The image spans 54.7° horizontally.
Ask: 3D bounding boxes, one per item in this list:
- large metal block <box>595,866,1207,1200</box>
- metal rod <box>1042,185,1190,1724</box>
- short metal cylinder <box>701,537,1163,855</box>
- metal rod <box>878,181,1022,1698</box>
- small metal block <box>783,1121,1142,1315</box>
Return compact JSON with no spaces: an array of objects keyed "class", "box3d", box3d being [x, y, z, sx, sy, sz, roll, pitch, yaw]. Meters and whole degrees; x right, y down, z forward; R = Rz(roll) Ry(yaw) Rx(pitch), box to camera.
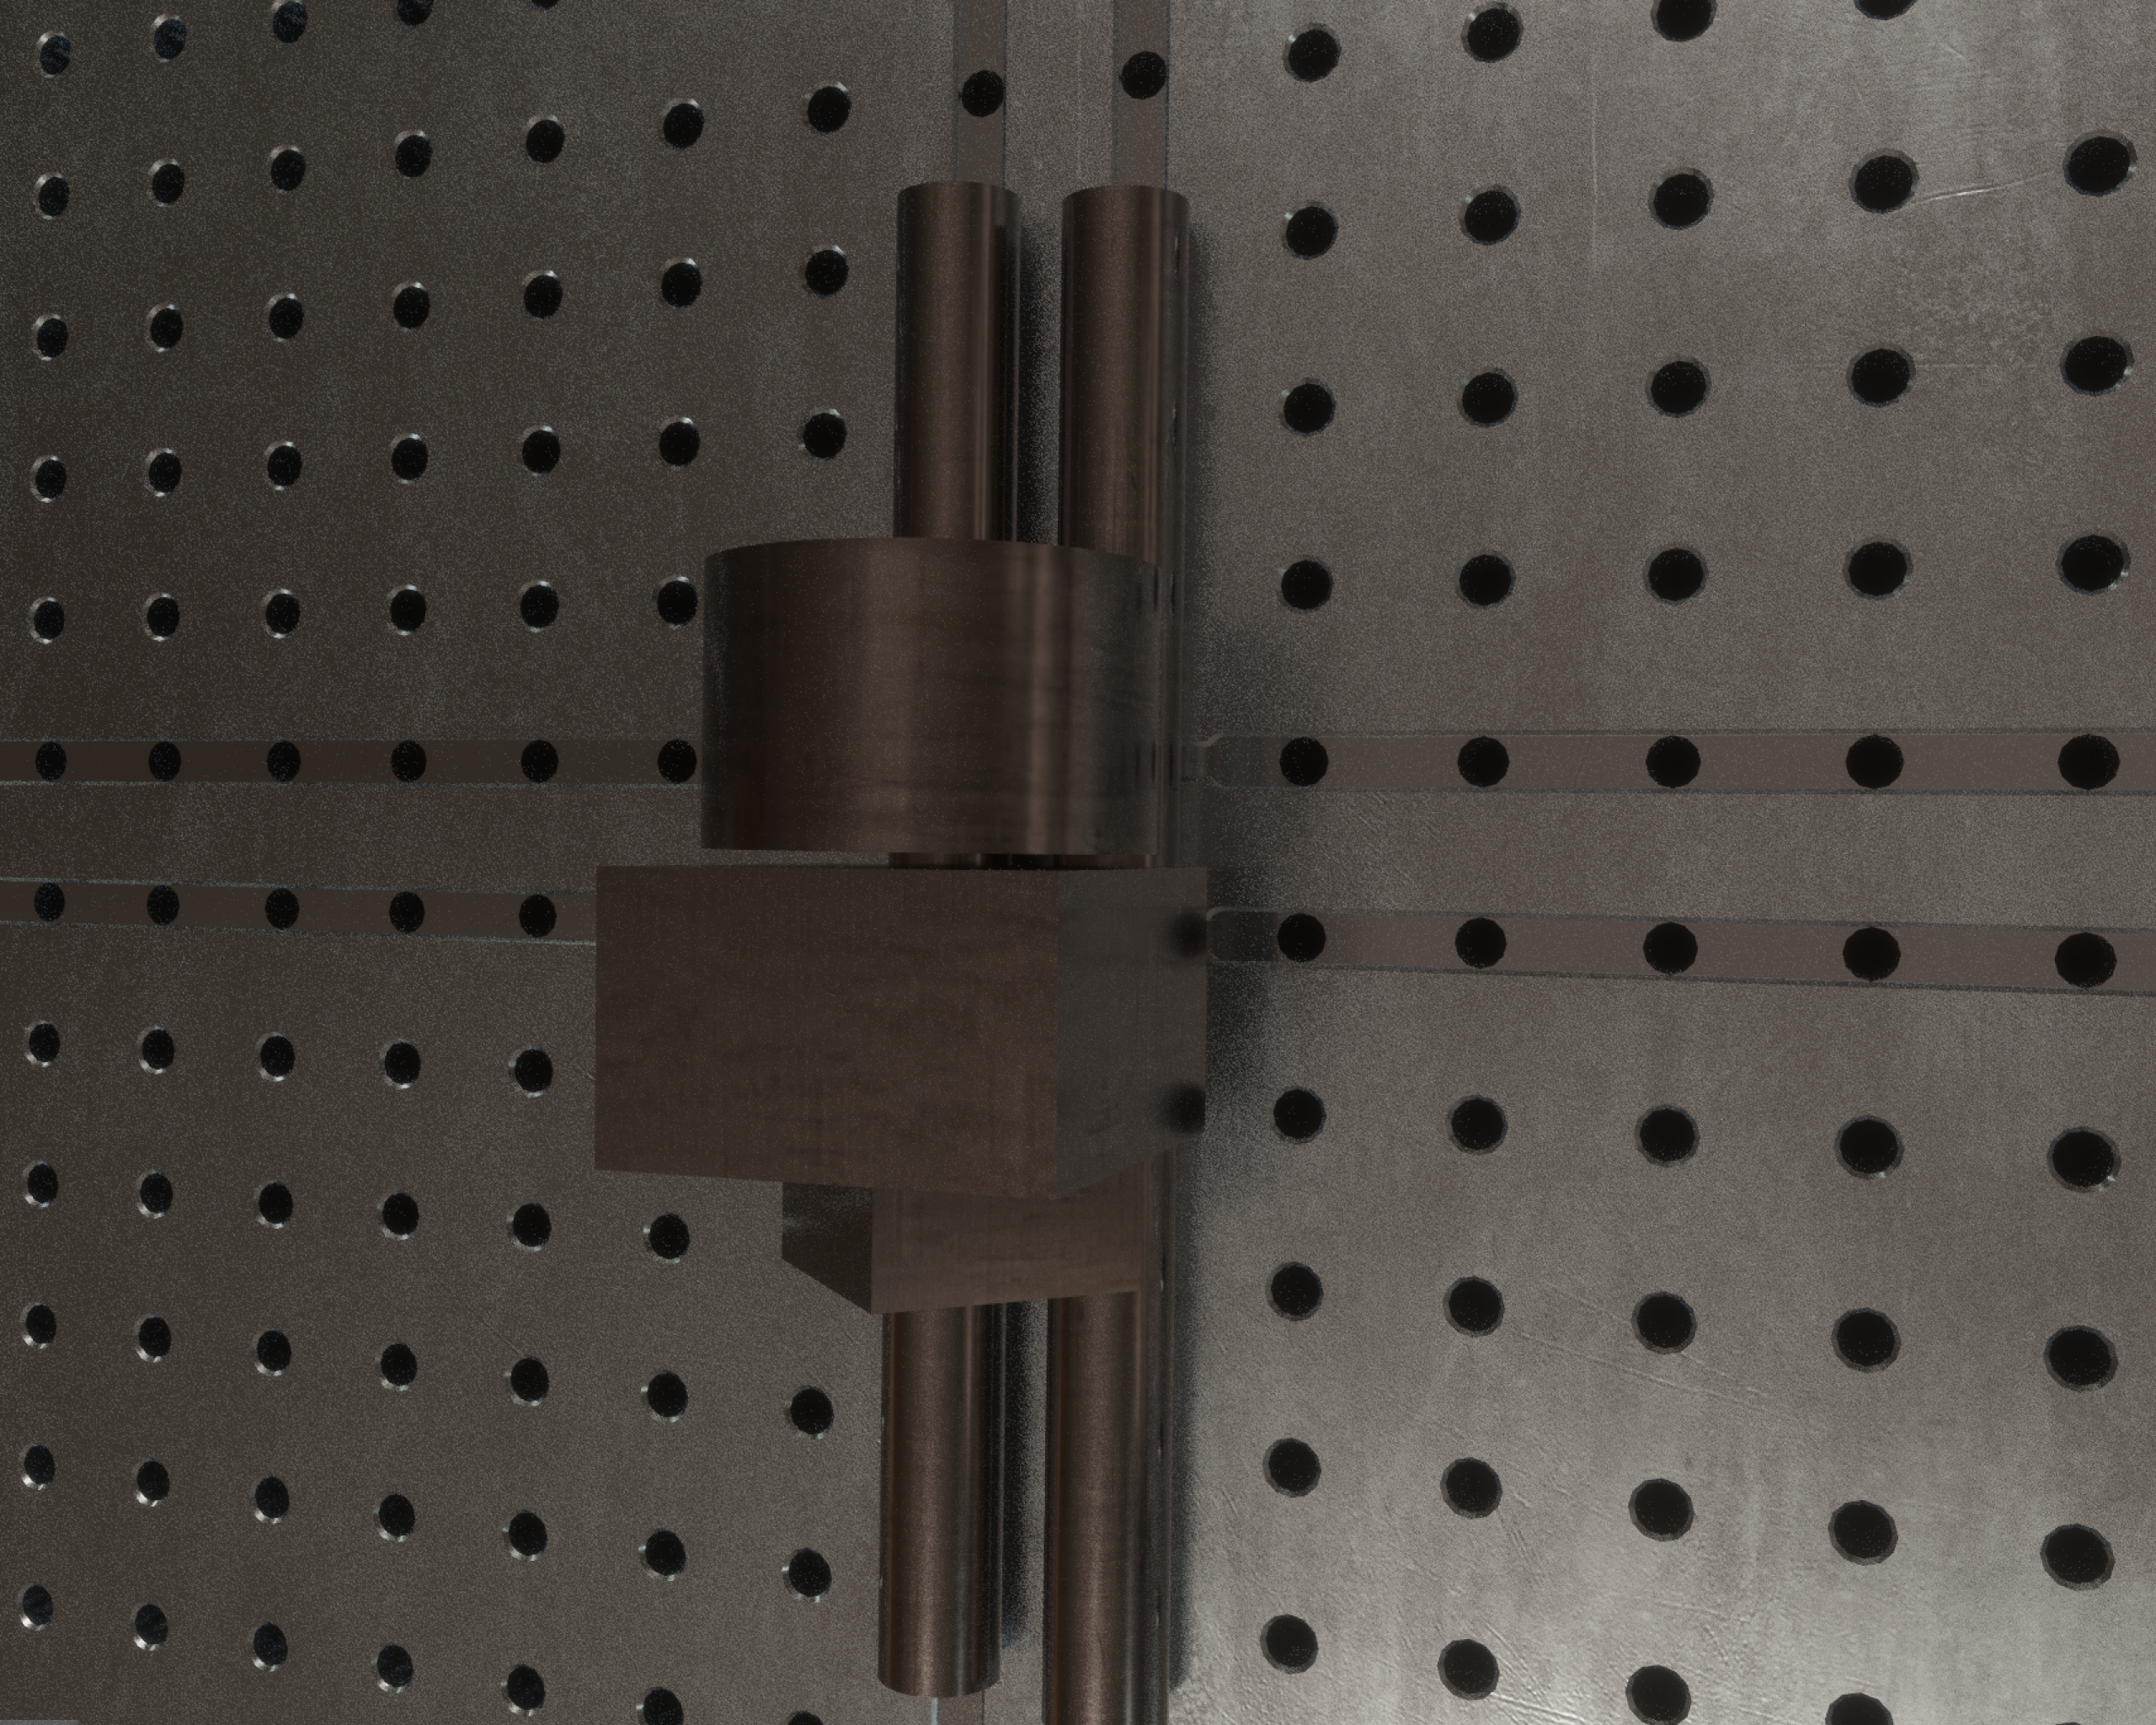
[{"class":"large metal block","box3d":[-0.027,0.026,0.366,0.080,0.080,0.050,1,90,19]},{"class":"metal rod","box3d":[0.007,0.020,0.410,0.025,0.025,0.298,1,90,19]},{"class":"short metal cylinder","box3d":[-0.025,-0.027,0.369,0.080,0.080,0.050,1,91,19]},{"class":"metal rod","box3d":[-0.026,0.015,0.422,0.025,0.025,0.298,1,90,19]},{"class":"small metal block","box3d":[-0.022,0.063,0.382,0.050,0.050,0.025,1,91,-25]}]
